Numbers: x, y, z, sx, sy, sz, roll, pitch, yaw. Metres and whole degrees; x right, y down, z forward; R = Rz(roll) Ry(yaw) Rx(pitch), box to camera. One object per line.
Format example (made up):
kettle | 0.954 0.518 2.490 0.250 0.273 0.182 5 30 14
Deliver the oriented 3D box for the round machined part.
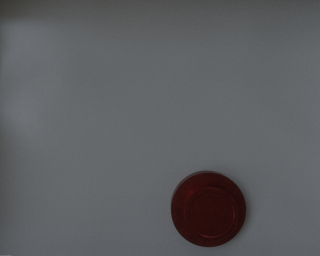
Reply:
round machined part | 0.064 0.107 0.403 0.099 0.042 0.097 0 90 0
